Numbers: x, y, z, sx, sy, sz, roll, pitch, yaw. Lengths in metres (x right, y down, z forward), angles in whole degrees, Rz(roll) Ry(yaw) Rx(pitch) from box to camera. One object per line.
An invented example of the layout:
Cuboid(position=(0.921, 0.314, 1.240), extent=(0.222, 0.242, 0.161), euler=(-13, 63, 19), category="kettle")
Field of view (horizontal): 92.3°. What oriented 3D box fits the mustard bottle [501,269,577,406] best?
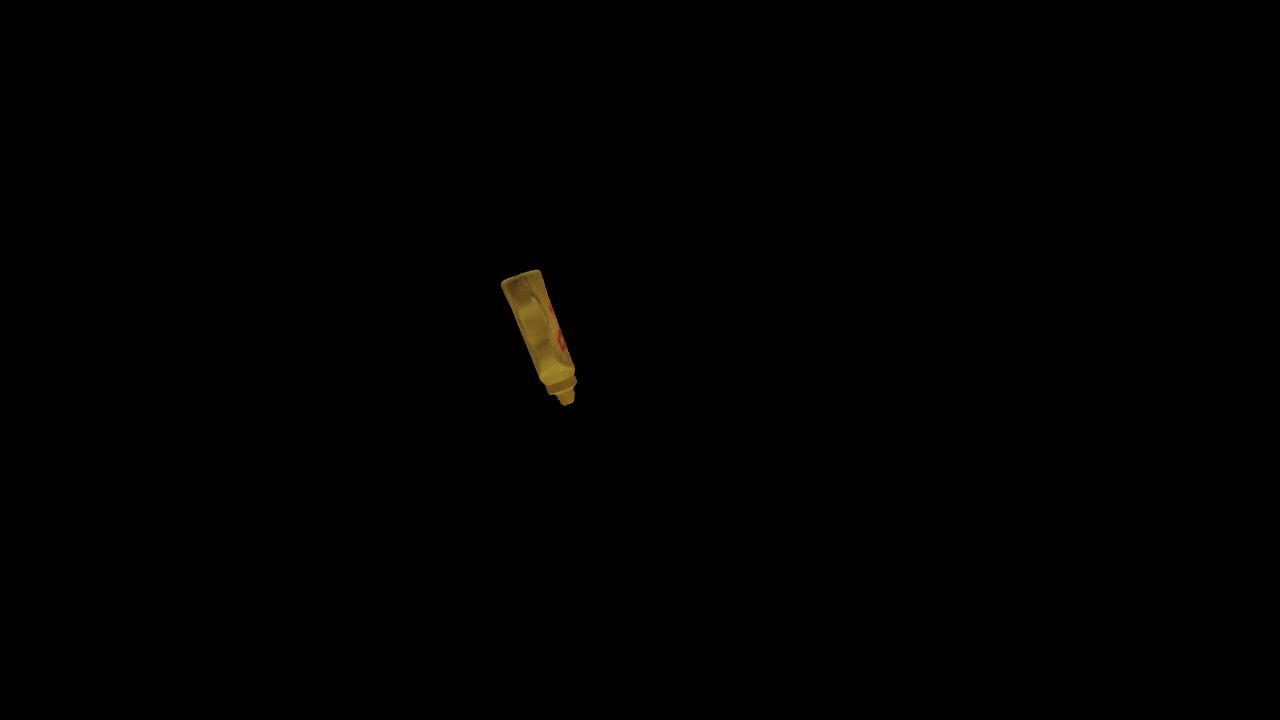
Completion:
Cuboid(position=(-0.127, -0.025, 0.816), extent=(0.054, 0.184, 0.092), euler=(-20, 9, -5), category="mustard bottle")
